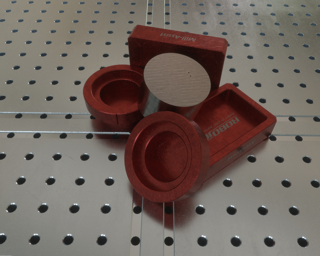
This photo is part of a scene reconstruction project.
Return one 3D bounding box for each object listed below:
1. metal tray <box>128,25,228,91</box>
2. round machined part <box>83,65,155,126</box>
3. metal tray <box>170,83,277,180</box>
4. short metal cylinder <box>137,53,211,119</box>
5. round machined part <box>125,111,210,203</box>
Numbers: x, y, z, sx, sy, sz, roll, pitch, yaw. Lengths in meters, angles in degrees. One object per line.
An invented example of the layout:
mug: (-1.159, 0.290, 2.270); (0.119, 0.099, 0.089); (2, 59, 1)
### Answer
metal tray: (0.023, -0.091, 0.442); (0.131, 0.089, 0.030); (12, 51, 9)
round machined part: (-0.053, -0.041, 0.431); (0.099, 0.042, 0.098); (0, 50, 0)
metal tray: (0.073, 0.000, 0.404); (0.131, 0.030, 0.090); (-30, 56, -23)
short metal cylinder: (0.016, -0.045, 0.381); (0.081, 0.050, 0.080); (7, 58, -10)
round machined part: (0.011, 0.033, 0.347); (0.098, 0.042, 0.097); (-6, 79, 32)
